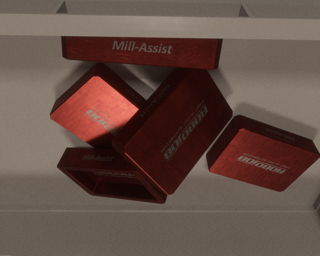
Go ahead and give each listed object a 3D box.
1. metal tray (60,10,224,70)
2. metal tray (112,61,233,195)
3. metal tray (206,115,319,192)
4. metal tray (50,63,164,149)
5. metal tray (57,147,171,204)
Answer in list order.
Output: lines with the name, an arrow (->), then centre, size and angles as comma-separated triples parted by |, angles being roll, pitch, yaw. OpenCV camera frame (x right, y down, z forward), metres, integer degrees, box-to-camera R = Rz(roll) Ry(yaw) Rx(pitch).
metal tray -> -0.015, -0.086, 0.290 | 0.131, 0.090, 0.030 | 3, 117, -4
metal tray -> 0.020, -0.001, 0.353 | 0.130, 0.030, 0.090 | -50, 124, -15
metal tray -> 0.144, 0.040, 0.442 | 0.131, 0.030, 0.089 | 17, 128, -15
metal tray -> -0.059, -0.010, 0.396 | 0.090, 0.030, 0.130 | -35, 122, 26
metal tray -> -0.062, 0.065, 0.422 | 0.130, 0.030, 0.090 | 0, 143, 28
